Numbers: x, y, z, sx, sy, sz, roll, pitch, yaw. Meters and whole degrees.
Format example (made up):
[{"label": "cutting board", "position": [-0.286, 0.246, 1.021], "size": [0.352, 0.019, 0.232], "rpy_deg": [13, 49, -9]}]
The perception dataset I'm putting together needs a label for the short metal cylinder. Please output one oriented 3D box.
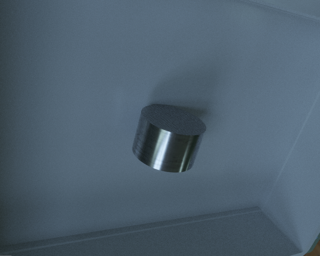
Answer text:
[{"label": "short metal cylinder", "position": [0.010, 0.011, 0.381], "size": [0.081, 0.080, 0.050], "rpy_deg": [2, 118, -29]}]
